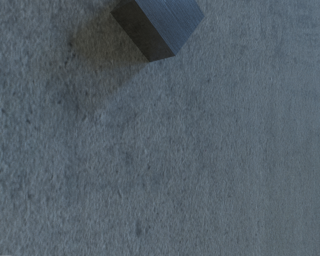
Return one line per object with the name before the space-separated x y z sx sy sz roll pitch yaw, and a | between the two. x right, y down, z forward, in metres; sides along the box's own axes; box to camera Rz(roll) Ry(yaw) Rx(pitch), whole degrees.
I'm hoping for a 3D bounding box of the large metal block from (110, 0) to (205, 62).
large metal block | -0.001 -0.143 0.390 0.080 0.050 0.080 49 61 -29
